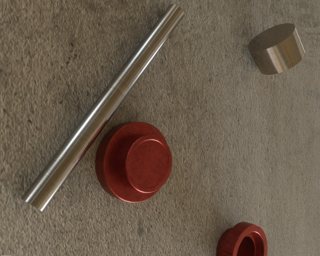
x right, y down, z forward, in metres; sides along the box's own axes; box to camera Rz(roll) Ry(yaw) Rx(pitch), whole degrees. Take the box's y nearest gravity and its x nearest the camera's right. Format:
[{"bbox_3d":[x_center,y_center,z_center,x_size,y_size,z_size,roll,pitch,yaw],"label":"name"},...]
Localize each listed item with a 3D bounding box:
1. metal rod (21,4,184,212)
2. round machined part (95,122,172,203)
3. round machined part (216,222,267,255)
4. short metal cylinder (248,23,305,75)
[{"bbox_3d":[-0.051,-0.041,0.361,0.025,0.025,0.300,47,62,-30],"label":"metal rod"},{"bbox_3d":[-0.024,0.041,0.374,0.099,0.042,0.097,0,90,-40],"label":"round machined part"},{"bbox_3d":[0.129,0.201,0.502,0.099,0.042,0.097,0,90,-40],"label":"round machined part"},{"bbox_3d":[0.202,-0.137,0.538,0.080,0.080,0.050,-51,120,-28],"label":"short metal cylinder"}]
